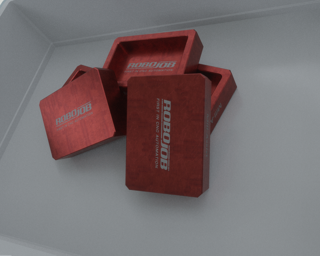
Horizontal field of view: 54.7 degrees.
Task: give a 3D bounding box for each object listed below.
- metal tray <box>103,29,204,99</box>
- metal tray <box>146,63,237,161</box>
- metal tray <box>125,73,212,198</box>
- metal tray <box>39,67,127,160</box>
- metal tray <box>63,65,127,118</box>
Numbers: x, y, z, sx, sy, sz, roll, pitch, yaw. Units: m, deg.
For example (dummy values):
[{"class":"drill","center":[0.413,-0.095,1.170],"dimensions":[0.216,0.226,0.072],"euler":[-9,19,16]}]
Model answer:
[{"class":"metal tray","center":[-0.015,-0.084,0.420],"dimensions":[0.130,0.030,0.090],"euler":[4,63,29]},{"class":"metal tray","center":[0.029,-0.023,0.398],"dimensions":[0.090,0.030,0.130],"euler":[21,73,35]},{"class":"metal tray","center":[0.009,0.007,0.349],"dimensions":[0.090,0.030,0.129],"euler":[2,91,22]},{"class":"metal tray","center":[-0.106,-0.016,0.420],"dimensions":[0.130,0.030,0.090],"euler":[-21,82,34]},{"class":"metal tray","center":[-0.102,-0.043,0.476],"dimensions":[0.130,0.030,0.090],"euler":[21,73,35]}]
